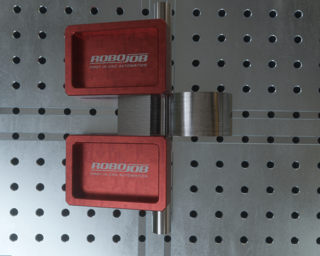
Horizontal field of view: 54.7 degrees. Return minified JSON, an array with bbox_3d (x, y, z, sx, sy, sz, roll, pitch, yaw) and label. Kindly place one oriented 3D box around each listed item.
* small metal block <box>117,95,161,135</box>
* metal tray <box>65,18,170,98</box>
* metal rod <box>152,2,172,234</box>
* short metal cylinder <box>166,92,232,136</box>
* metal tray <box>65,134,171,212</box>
[{"bbox_3d":[-0.027,-0.016,0.399,0.050,0.025,0.050,1,90,31],"label":"small metal block"},{"bbox_3d":[-0.054,-0.085,0.393,0.131,0.030,0.089,0,90,12],"label":"metal tray"},{"bbox_3d":[0.003,-0.013,0.409,0.025,0.025,0.298,0,90,0],"label":"metal rod"},{"bbox_3d":[0.048,-0.016,0.383,0.081,0.080,0.050,0,90,0],"label":"short metal cylinder"},{"bbox_3d":[-0.053,0.054,0.393,0.131,0.030,0.089,1,90,12],"label":"metal tray"}]
